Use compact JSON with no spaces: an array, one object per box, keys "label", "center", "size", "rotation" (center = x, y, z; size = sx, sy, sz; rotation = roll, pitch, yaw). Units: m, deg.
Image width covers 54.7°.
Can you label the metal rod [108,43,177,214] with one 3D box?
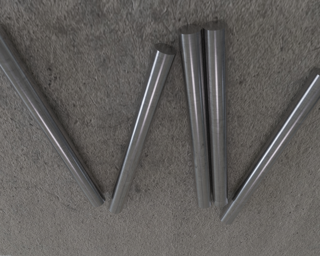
[{"label":"metal rod","center":[-0.034,0.024,0.426],"size":[0.025,0.025,0.298],"rotation":[12,129,-10]}]

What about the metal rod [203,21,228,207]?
[{"label":"metal rod","center":[0.078,0.007,0.413],"size":[0.025,0.025,0.298],"rotation":[-6,130,5]}]

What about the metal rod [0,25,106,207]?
[{"label":"metal rod","center":[-0.138,0.009,0.413],"size":[0.025,0.025,0.299],"rotation":[-11,130,9]}]

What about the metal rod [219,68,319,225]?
[{"label":"metal rod","center":[0.152,0.048,0.449],"size":[0.025,0.025,0.298],"rotation":[11,129,-9]}]

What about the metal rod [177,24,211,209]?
[{"label":"metal rod","center":[0.052,0.010,0.415],"size":[0.025,0.025,0.298],"rotation":[-6,130,5]}]
